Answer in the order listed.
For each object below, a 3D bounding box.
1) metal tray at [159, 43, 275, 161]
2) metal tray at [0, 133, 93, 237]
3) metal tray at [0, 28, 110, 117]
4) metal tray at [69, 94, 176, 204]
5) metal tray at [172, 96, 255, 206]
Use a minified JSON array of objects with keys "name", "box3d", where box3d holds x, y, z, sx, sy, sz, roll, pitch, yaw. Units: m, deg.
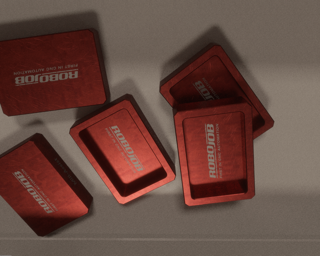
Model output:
[{"name":"metal tray","box3d":[0.072,-0.031,0.398,0.090,0.030,0.130,-37,107,12]},{"name":"metal tray","box3d":[-0.169,0.082,0.437,0.090,0.030,0.130,-30,108,10]},{"name":"metal tray","box3d":[-0.135,-0.068,0.382,0.131,0.030,0.089,-7,110,2]},{"name":"metal tray","box3d":[-0.047,0.031,0.419,0.090,0.030,0.130,-28,108,9]},{"name":"metal tray","box3d":[0.068,0.031,0.388,0.091,0.030,0.129,-7,110,2]}]
